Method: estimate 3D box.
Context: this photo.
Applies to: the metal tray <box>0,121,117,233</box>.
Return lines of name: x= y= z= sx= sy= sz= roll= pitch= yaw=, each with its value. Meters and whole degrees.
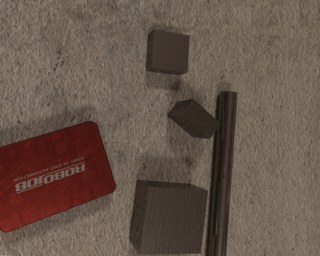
metal tray: x=-0.127 y=0.052 z=0.360 sx=0.131 sy=0.030 sz=0.089 roll=-18 pitch=96 yaw=-20

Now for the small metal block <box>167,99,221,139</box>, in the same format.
small metal block: x=0.044 y=-0.011 z=0.413 sx=0.050 sy=0.050 sz=0.025 roll=40 pitch=77 yaw=-16

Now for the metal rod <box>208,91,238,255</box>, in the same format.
metal rod: x=0.088 y=0.097 z=0.443 sx=0.025 sy=0.025 sz=0.298 roll=5 pitch=88 yaw=-20

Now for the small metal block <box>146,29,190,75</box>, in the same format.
small metal block: x=0.010 y=-0.100 z=0.414 sx=0.050 sy=0.025 sz=0.050 roll=4 pitch=89 yaw=-20

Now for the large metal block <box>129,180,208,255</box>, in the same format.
large metal block: x=0.010 y=0.114 z=0.401 sx=0.081 sy=0.050 sz=0.080 roll=8 pitch=87 yaw=-20
